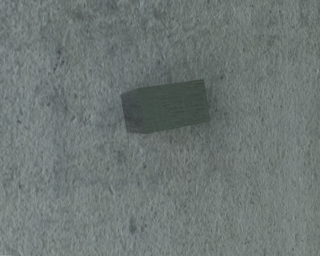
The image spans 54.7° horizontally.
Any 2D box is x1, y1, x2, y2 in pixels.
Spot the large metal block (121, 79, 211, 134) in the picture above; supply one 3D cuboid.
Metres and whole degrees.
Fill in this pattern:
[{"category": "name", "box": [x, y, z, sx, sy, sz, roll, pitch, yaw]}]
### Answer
[{"category": "large metal block", "box": [0.004, -0.025, 0.382, 0.081, 0.080, 0.050, -11, 94, -20]}]
